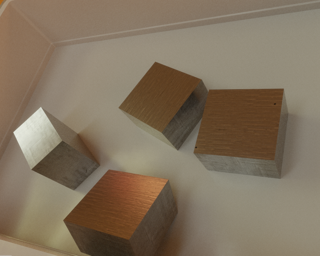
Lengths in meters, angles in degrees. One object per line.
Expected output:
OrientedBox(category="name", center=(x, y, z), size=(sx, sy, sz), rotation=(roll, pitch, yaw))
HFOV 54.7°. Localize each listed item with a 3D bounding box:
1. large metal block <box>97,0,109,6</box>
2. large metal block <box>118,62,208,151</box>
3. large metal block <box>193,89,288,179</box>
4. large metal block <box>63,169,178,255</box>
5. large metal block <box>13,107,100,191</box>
OrientedBox(category="large metal block", center=(-0.129, -0.314, 0.631), size=(0.050, 0.080, 0.080), rotation=(-30, 52, 9))
OrientedBox(category="large metal block", center=(0.008, -0.030, 0.403), size=(0.080, 0.050, 0.080), rotation=(30, 78, 37))
OrientedBox(category="large metal block", center=(0.091, 0.005, 0.339), size=(0.080, 0.050, 0.080), rotation=(3, 63, 29))
OrientedBox(category="large metal block", center=(-0.038, 0.094, 0.330), size=(0.080, 0.050, 0.080), rotation=(4, 35, 30))
OrientedBox(category="large metal block", center=(-0.140, 0.029, 0.424), size=(0.050, 0.080, 0.080), rotation=(-44, 51, -2))
